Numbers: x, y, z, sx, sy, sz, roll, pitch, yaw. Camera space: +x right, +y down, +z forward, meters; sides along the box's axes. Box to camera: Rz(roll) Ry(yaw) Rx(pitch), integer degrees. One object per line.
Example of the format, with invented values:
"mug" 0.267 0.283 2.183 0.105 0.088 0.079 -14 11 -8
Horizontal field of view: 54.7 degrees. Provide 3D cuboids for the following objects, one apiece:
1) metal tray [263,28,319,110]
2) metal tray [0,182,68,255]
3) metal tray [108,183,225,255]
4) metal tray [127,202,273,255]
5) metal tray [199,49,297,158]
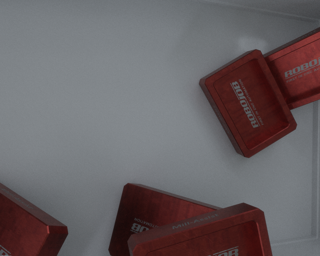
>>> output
"metal tray" 0.216 -0.087 0.441 0.090 0.130 0.030 58 35 -11
"metal tray" -0.164 0.110 0.304 0.130 0.030 0.090 22 79 25
"metal tray" 0.007 0.123 0.362 0.030 0.130 0.090 23 79 -57
"metal tray" 0.043 0.133 0.295 0.131 0.030 0.089 -11 90 -15
"metal tray" 0.127 -0.034 0.445 0.090 0.030 0.130 -31 101 -3
